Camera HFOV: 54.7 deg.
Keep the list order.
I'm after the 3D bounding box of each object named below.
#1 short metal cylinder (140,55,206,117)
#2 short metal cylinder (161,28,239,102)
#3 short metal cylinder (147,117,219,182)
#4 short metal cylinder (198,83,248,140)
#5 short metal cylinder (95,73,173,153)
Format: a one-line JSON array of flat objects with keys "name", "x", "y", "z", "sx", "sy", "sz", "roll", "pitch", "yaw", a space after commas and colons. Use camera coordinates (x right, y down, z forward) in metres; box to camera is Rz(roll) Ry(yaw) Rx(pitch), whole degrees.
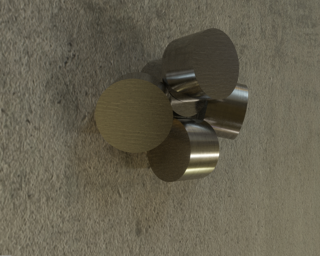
[{"name": "short metal cylinder", "x": 0.018, "y": -0.054, "z": 0.407, "sx": 0.081, "sy": 0.050, "sz": 0.079, "roll": 0, "pitch": 90, "yaw": -40}, {"name": "short metal cylinder", "x": 0.049, "y": -0.072, "z": 0.366, "sx": 0.081, "sy": 0.050, "sz": 0.079, "roll": 0, "pitch": 90, "yaw": -40}, {"name": "short metal cylinder", "x": 0.028, "y": 0.027, "z": 0.395, "sx": 0.050, "sy": 0.080, "sz": 0.079, "roll": 2, "pitch": 89, "yaw": -40}, {"name": "short metal cylinder", "x": 0.086, "y": -0.027, "z": 0.437, "sx": 0.050, "sy": 0.080, "sz": 0.080, "roll": 12, "pitch": 81, "yaw": -1}, {"name": "short metal cylinder", "x": -0.026, "y": -0.019, "z": 0.343, "sx": 0.081, "sy": 0.050, "sz": 0.079, "roll": 0, "pitch": 107, "yaw": 1}]
